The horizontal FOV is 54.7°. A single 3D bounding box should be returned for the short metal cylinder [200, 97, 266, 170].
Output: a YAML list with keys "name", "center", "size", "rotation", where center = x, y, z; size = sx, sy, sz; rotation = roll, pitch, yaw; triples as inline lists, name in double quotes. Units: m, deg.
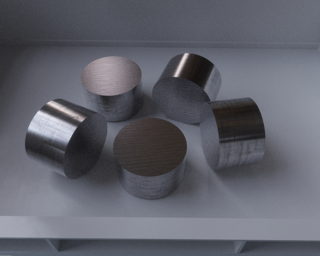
- name: "short metal cylinder"
  center: [0.082, 0.006, 0.363]
  size: [0.050, 0.080, 0.080]
  rotation: [-7, 51, -6]

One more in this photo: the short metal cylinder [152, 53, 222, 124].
- name: "short metal cylinder"
  center: [0.036, -0.052, 0.413]
  size: [0.080, 0.080, 0.050]
  rotation: [17, 52, 13]

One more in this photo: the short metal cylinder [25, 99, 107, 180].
- name: "short metal cylinder"
  center: [-0.104, 0.012, 0.355]
  size: [0.050, 0.080, 0.080]
  rotation: [21, 53, 17]

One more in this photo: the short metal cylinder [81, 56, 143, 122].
- name: "short metal cylinder"
  center: [-0.065, -0.055, 0.432]
  size: [0.081, 0.050, 0.080]
  rotation: [0, 50, 0]

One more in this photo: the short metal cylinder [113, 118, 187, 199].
- name: "short metal cylinder"
  center: [-0.011, 0.034, 0.357]
  size: [0.081, 0.050, 0.080]
  rotation: [0, 50, 0]
